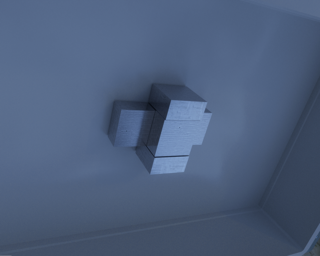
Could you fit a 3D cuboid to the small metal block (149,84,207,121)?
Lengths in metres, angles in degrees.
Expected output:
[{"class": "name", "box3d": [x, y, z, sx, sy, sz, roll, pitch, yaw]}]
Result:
[{"class": "small metal block", "box3d": [0.021, -0.032, 0.381, 0.050, 0.050, 0.025, 0, 118, -29]}]

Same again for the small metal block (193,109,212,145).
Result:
[{"class": "small metal block", "box3d": [0.037, -0.004, 0.424, 0.050, 0.025, 0.050, 0, 118, -29]}]

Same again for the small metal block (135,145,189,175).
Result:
[{"class": "small metal block", "box3d": [0.002, 0.035, 0.411, 0.050, 0.050, 0.025, 0, 118, -29]}]

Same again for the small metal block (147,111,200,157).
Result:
[{"class": "small metal block", "box3d": [0.016, 0.007, 0.386, 0.050, 0.025, 0.050, 0, 118, -29]}]

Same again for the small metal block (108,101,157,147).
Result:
[{"class": "small metal block", "box3d": [-0.033, -0.005, 0.385, 0.050, 0.025, 0.050, 1, 118, -29]}]
